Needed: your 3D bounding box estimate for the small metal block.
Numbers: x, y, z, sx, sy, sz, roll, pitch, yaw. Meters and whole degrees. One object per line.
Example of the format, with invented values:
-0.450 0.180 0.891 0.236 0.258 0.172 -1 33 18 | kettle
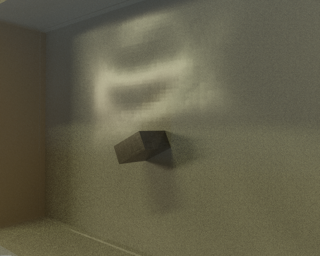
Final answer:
-0.023 0.025 0.408 0.050 0.050 0.025 -30 71 35 | small metal block
